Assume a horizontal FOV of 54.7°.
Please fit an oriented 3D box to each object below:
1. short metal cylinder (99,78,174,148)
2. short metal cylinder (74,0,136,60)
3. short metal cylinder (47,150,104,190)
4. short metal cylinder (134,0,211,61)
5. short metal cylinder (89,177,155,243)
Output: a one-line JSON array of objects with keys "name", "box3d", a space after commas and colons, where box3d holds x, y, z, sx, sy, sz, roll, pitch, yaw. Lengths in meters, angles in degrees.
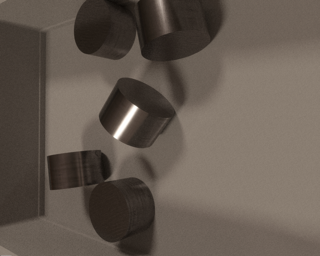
[{"name": "short metal cylinder", "box3d": [-0.030, -0.020, 0.393, 0.080, 0.081, 0.050, 49, 119, 28]}, {"name": "short metal cylinder", "box3d": [-0.081, -0.144, 0.455, 0.080, 0.050, 0.079, 0, 90, 39]}, {"name": "short metal cylinder", "box3d": [-0.128, 0.064, 0.474, 0.080, 0.081, 0.050, -12, 82, 39]}, {"name": "short metal cylinder", "box3d": [0.013, -0.117, 0.358, 0.080, 0.081, 0.050, -18, 79, 38]}, {"name": "short metal cylinder", "box3d": [-0.054, 0.112, 0.433, 0.080, 0.050, 0.079, 0, 90, 39]}]
